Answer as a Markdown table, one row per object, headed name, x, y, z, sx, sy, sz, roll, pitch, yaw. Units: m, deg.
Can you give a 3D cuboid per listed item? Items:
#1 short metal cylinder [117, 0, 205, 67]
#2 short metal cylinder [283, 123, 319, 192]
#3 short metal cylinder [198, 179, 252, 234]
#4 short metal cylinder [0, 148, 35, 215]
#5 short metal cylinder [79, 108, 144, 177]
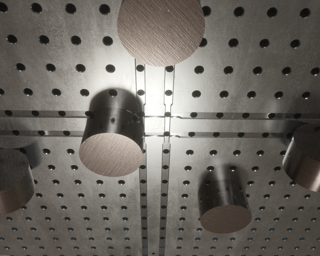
| name | x | y | z | sx | sy | sz | roll | pitch | yaw |
| --- | --- | --- | --- | --- | --- | --- | --- | --- | --- |
| short metal cylinder | 0.001 | -0.108 | 0.304 | 0.081 | 0.050 | 0.079 | 0 | 130 | 0 |
| short metal cylinder | 0.212 | 0.038 | 0.412 | 0.081 | 0.080 | 0.050 | 1 | 130 | -1 |
| short metal cylinder | 0.104 | 0.129 | 0.507 | 0.081 | 0.050 | 0.079 | 0 | 130 | 0 |
| short metal cylinder | -0.223 | 0.075 | 0.436 | 0.081 | 0.080 | 0.050 | 4 | 130 | -4 |
| short metal cylinder | -0.062 | 0.020 | 0.411 | 0.081 | 0.050 | 0.079 | -1 | 130 | 0 |
